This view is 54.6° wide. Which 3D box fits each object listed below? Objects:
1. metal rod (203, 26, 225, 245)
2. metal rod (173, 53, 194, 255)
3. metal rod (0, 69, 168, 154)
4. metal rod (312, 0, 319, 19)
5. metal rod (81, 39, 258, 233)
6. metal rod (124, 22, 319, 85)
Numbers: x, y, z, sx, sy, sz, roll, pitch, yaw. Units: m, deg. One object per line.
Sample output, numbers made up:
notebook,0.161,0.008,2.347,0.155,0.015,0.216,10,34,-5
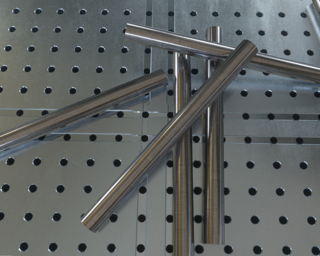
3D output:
metal rod,0.072,-0.004,0.413,0.025,0.025,0.299,3,70,1
metal rod,0.030,0.020,0.404,0.025,0.025,0.299,1,70,0
metal rod,-0.131,-0.013,0.415,0.302,0.025,0.025,-23,72,-8
metal rod,0.278,-0.071,0.438,0.025,0.025,0.299,-9,70,-3
metal rod,0.016,0.006,0.384,0.025,0.025,0.300,41,84,13
metal rod,0.103,-0.098,0.424,0.302,0.025,0.025,11,70,-6
